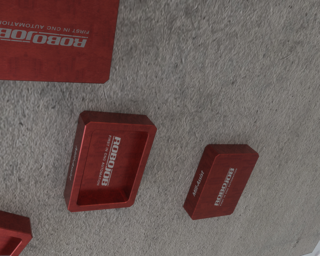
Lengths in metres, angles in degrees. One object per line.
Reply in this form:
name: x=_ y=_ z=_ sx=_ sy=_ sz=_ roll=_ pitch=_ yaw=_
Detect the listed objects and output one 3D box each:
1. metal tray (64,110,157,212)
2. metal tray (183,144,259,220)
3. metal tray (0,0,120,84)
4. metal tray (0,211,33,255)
metal tray: x=-0.065 y=0.045 z=0.395 sx=0.091 sy=0.030 sz=0.129 roll=3 pitch=117 yaw=-30
metal tray: x=0.100 y=0.089 z=0.513 sx=0.091 sy=0.030 sz=0.129 roll=2 pitch=118 yaw=-30
metal tray: x=-0.109 y=-0.090 z=0.288 sx=0.131 sy=0.030 sz=0.089 roll=-2 pitch=119 yaw=-28
metal tray: x=-0.230 y=0.156 z=0.373 sx=0.090 sy=0.030 sz=0.130 roll=33 pitch=100 yaw=-38
